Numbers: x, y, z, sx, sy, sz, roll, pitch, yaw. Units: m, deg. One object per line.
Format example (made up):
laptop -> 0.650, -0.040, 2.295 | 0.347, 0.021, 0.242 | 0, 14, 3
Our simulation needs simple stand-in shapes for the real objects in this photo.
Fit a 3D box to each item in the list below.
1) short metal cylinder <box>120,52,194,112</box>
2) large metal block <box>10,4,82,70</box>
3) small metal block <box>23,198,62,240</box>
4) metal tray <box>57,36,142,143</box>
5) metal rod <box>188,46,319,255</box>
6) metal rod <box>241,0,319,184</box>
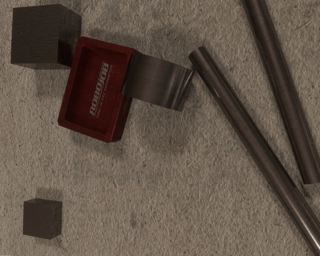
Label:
short metal cylinder -> -0.004, -0.056, 0.380 | 0.080, 0.080, 0.050 | 19, 97, 18
large metal block -> -0.165, -0.129, 0.452 | 0.080, 0.050, 0.079 | 4, 91, 19
small metal block -> -0.178, 0.137, 0.470 | 0.050, 0.025, 0.050 | 2, 91, 19
metal tray -> -0.084, -0.054, 0.434 | 0.090, 0.030, 0.129 | 18, 96, 18
metal rod -> 0.121, 0.031, 0.366 | 0.025, 0.025, 0.299 | -34, 80, 16
metal rod -> 0.132, -0.083, 0.362 | 0.025, 0.025, 0.298 | -18, 84, 19
